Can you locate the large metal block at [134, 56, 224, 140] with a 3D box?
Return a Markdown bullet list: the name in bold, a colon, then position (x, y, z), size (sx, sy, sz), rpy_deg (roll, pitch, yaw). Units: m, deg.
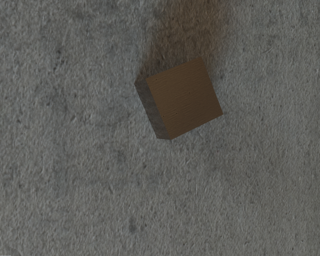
- **large metal block**: position (0.024, -0.038, 0.406), size (0.081, 0.050, 0.080), rpy_deg (-25, 99, -19)
